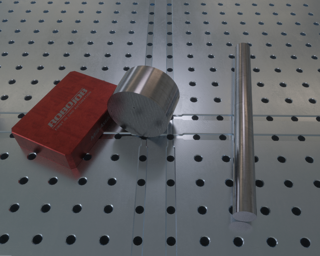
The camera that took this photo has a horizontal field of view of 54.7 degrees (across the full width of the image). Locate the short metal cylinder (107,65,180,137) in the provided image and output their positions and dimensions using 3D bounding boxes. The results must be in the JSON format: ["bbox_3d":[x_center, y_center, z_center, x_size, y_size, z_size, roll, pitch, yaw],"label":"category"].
[{"bbox_3d":[-0.020,-0.033,0.399,0.080,0.080,0.050,15,52,12],"label":"short metal cylinder"}]

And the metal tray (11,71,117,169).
[{"bbox_3d":[-0.118,-0.017,0.418,0.090,0.030,0.130,20,53,16],"label":"metal tray"}]

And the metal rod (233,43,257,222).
[{"bbox_3d":[0.114,-0.019,0.424,0.025,0.025,0.300,7,50,6],"label":"metal rod"}]
